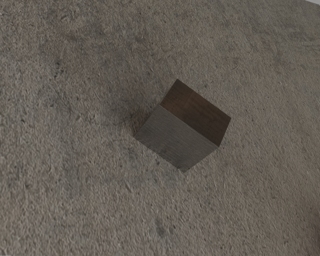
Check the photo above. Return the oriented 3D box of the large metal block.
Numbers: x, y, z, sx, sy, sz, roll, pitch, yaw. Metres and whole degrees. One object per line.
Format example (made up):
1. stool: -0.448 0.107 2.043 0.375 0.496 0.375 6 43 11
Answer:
1. large metal block: 0.026 0.000 0.382 0.080 0.080 0.050 36 51 -5
